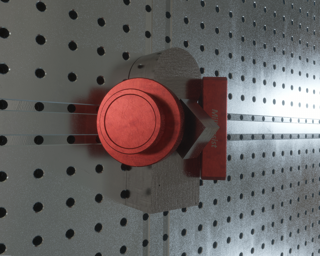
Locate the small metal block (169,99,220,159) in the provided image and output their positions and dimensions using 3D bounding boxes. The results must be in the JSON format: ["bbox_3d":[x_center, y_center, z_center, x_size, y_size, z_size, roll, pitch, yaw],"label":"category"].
[{"bbox_3d":[0.034,0.001,0.366,0.025,0.050,0.050,0,133,-43],"label":"small metal block"}]

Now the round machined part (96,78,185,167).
[{"bbox_3d":[-0.025,-0.006,0.335,0.042,0.098,0.097,4,87,-73],"label":"round machined part"}]

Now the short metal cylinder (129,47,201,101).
[{"bbox_3d":[0.008,-0.059,0.398,0.081,0.050,0.080,0,90,-40],"label":"short metal cylinder"}]

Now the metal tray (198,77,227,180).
[{"bbox_3d":[0.070,0.001,0.427,0.030,0.090,0.129,1,89,3],"label":"metal tray"}]

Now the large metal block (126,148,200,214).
[{"bbox_3d":[0.005,0.059,0.397,0.081,0.050,0.080,3,88,-40],"label":"large metal block"}]
